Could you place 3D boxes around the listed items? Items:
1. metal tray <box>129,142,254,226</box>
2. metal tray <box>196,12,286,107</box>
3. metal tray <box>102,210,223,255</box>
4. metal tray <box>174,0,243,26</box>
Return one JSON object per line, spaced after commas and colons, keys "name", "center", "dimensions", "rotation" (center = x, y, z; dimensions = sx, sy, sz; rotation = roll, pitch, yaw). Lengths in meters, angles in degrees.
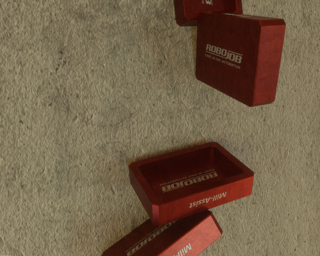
{"name": "metal tray", "center": [0.037, 0.063, 0.385], "dimensions": [0.131, 0.090, 0.030], "rotation": [-13, 119, -20]}
{"name": "metal tray", "center": [0.088, -0.088, 0.372], "dimensions": [0.030, 0.130, 0.089], "rotation": [-10, 116, -20]}
{"name": "metal tray", "center": [-0.001, 0.140, 0.374], "dimensions": [0.131, 0.090, 0.030], "rotation": [-32, 101, -17]}
{"name": "metal tray", "center": [0.062, -0.210, 0.428], "dimensions": [0.091, 0.030, 0.129], "rotation": [-8, 93, -20]}
